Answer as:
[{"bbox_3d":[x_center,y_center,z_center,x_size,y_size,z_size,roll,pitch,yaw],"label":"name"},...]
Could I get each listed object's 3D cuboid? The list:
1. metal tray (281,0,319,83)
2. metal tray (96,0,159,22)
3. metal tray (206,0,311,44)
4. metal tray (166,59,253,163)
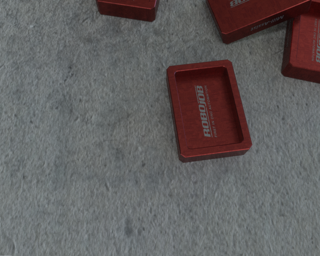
[{"bbox_3d":[0.235,-0.130,0.455,0.090,0.030,0.130,13,70,4],"label":"metal tray"},{"bbox_3d":[-0.041,-0.236,0.491,0.091,0.030,0.130,10,70,3],"label":"metal tray"},{"bbox_3d":[0.141,-0.190,0.457,0.130,0.030,0.090,-20,70,10],"label":"metal tray"},{"bbox_3d":[0.062,-0.024,0.415,0.091,0.030,0.129,-7,70,-3],"label":"metal tray"}]
